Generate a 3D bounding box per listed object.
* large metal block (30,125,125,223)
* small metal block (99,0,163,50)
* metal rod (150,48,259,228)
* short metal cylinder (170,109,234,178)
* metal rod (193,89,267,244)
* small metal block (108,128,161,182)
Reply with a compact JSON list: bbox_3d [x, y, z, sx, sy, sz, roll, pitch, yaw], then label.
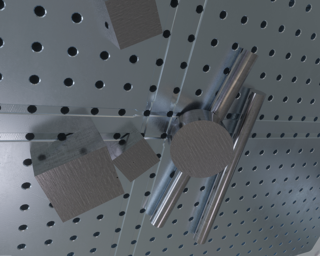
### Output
[{"bbox_3d":[-0.098,0.054,0.375,0.081,0.050,0.080,-24,127,-14],"label":"large metal block"},{"bbox_3d":[-0.030,-0.117,0.323,0.050,0.025,0.050,-26,128,-13],"label":"small metal block"},{"bbox_3d":[0.058,0.026,0.459,0.025,0.025,0.298,14,111,-34],"label":"metal rod"},{"bbox_3d":[0.053,0.020,0.416,0.081,0.050,0.079,0,109,0],"label":"short metal cylinder"},{"bbox_3d":[0.110,0.078,0.519,0.025,0.025,0.298,1,118,-29],"label":"metal rod"},{"bbox_3d":[-0.035,0.037,0.415,0.050,0.025,0.050,-36,129,-4],"label":"small metal block"}]
